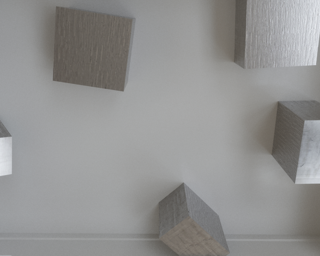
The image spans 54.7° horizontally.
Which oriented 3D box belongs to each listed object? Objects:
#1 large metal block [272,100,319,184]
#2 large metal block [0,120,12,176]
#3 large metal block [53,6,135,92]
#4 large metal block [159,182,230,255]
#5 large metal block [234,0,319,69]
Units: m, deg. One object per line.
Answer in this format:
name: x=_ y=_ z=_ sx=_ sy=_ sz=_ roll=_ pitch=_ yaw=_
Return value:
large metal block: x=0.184 y=0.015 z=0.390 sx=0.050 sy=0.080 sz=0.079 roll=-1 pitch=110 yaw=0
large metal block: x=-0.231 y=0.022 z=0.370 sx=0.081 sy=0.080 sz=0.050 roll=-7 pitch=116 yaw=-39
large metal block: x=-0.075 y=-0.093 z=0.363 sx=0.081 sy=0.050 sz=0.079 roll=8 pitch=110 yaw=-4
large metal block: x=0.044 y=0.137 z=0.433 sx=0.050 sy=0.080 sz=0.080 roll=-42 pitch=105 yaw=13
large metal block: x=0.133 y=-0.114 z=0.358 sx=0.081 sy=0.050 sz=0.079 roll=-3 pitch=110 yaw=1
